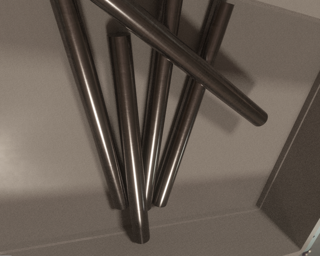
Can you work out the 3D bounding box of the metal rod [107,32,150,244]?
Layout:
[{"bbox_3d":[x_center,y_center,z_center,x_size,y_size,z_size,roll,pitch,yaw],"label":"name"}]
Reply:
[{"bbox_3d":[-0.035,0.033,0.395,0.025,0.025,0.298,-15,120,-21],"label":"metal rod"}]

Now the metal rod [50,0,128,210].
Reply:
[{"bbox_3d":[-0.073,-0.012,0.362,0.025,0.025,0.298,-21,127,-17],"label":"metal rod"}]

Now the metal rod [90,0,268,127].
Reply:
[{"bbox_3d":[0.040,-0.070,0.354,0.301,0.025,0.025,29,102,-38],"label":"metal rod"}]

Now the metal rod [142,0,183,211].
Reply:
[{"bbox_3d":[-0.006,-0.012,0.399,0.025,0.025,0.298,-7,122,-26],"label":"metal rod"}]

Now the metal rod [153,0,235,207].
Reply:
[{"bbox_3d":[0.037,-0.016,0.420,0.025,0.025,0.298,2,118,-30],"label":"metal rod"}]
